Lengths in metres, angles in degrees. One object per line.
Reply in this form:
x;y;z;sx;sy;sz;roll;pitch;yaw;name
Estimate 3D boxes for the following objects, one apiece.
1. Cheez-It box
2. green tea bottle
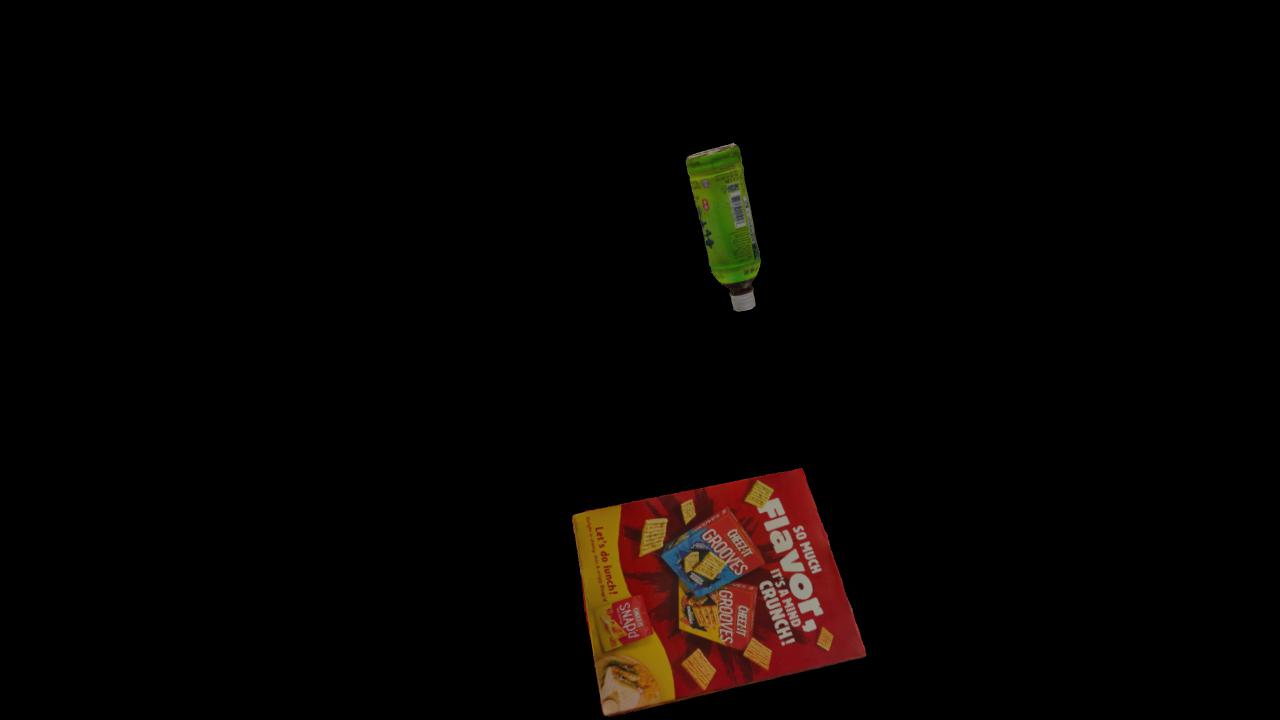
0.062;0.202;0.552;0.223;0.166;0.071;-12;-27;-4;Cheez-It box
0.116;-0.166;0.800;0.073;0.212;0.073;-14;17;5;green tea bottle
